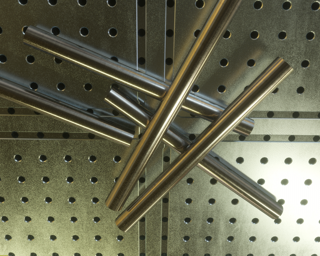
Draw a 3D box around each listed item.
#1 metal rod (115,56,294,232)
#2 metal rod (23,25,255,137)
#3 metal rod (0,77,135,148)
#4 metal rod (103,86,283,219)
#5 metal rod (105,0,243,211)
[{"bbox_3d":[0.047,0.031,0.397,0.025,0.025,0.299,40,105,-14],"label":"metal rod"},{"bbox_3d":[-0.019,-0.056,0.392,0.302,0.025,0.025,22,109,-9],"label":"metal rod"},{"bbox_3d":[-0.176,-0.041,0.395,0.302,0.025,0.025,22,108,-9],"label":"metal rod"},{"bbox_3d":[0.054,0.040,0.429,0.301,0.025,0.025,35,106,-13],"label":"metal rod"},{"bbox_3d":[0.008,-0.019,0.378,0.025,0.025,0.298,27,108,-10],"label":"metal rod"}]
